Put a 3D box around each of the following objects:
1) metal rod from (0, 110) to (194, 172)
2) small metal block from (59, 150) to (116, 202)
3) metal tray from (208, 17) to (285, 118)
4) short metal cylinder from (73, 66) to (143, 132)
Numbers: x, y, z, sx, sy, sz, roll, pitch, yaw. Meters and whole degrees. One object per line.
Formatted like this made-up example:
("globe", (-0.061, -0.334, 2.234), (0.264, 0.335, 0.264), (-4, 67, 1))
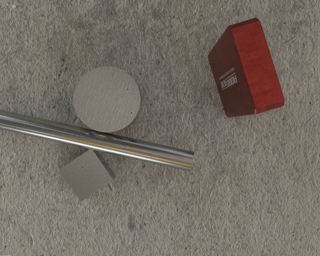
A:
("metal rod", (-0.107, 0.010, 0.392), (0.302, 0.025, 0.025), (12, 90, 5))
("small metal block", (-0.095, 0.060, 0.409), (0.050, 0.025, 0.050), (-34, 91, 0))
("metal tray", (0.092, -0.060, 0.359), (0.030, 0.130, 0.090), (-17, 90, 0))
("short metal cylinder", (-0.064, -0.034, 0.397), (0.081, 0.050, 0.079), (0, 90, -1))
